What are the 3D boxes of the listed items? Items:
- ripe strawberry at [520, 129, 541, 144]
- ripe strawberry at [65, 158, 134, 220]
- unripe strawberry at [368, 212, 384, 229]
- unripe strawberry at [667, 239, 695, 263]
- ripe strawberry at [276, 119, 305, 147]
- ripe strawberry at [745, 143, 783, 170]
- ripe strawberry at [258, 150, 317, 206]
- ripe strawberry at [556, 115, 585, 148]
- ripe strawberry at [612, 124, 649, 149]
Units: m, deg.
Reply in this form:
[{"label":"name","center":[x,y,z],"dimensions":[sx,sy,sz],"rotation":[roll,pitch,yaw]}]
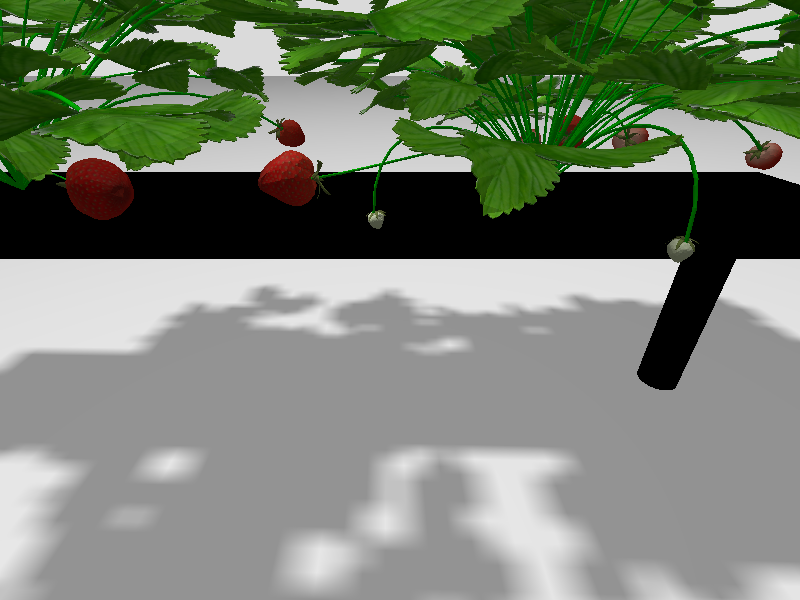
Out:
[{"label":"ripe strawberry","center":[0.153,-0.187,0.472],"dimensions":[0.025,0.029,0.027],"rotation":[6,31,10]},{"label":"ripe strawberry","center":[-0.206,-0.077,0.280],"dimensions":[0.042,0.041,0.039],"rotation":[17,35,25]},{"label":"unripe strawberry","center":[-0.015,-0.051,0.256],"dimensions":[0.010,0.011,0.012],"rotation":[-21,37,-32]},{"label":"unripe strawberry","center":[0.135,-0.024,0.193],"dimensions":[0.011,0.011,0.011],"rotation":[-2,31,-4]},{"label":"ripe strawberry","center":[-0.138,-0.211,0.511],"dimensions":[0.037,0.031,0.037],"rotation":[27,12,37]},{"label":"ripe strawberry","center":[0.370,-0.145,0.406],"dimensions":[0.029,0.025,0.029],"rotation":[21,21,-28]},{"label":"ripe strawberry","center":[-0.086,-0.092,0.305],"dimensions":[0.043,0.042,0.040],"rotation":[-6,31,-9]},{"label":"ripe strawberry","center":[0.212,-0.210,0.502],"dimensions":[0.040,0.043,0.043],"rotation":[14,33,22]},{"label":"ripe strawberry","center":[0.274,-0.191,0.474],"dimensions":[0.038,0.032,0.038],"rotation":[27,34,37]}]
